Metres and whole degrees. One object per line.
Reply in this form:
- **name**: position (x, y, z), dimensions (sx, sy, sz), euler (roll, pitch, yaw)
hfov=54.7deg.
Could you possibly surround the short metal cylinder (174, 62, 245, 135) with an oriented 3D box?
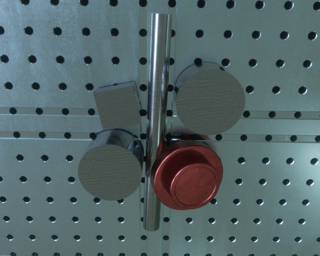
- **short metal cylinder**: position (0.059, -0.037, 0.382), dimensions (0.081, 0.050, 0.079), euler (0, 110, 0)

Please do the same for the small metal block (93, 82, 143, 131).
- **small metal block**: position (-0.053, -0.028, 0.398), dimensions (0.050, 0.025, 0.050), euler (-11, 110, 3)

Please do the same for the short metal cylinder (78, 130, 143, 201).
- **short metal cylinder**: position (-0.063, 0.049, 0.413), dimensions (0.081, 0.050, 0.079), euler (0, 110, 0)

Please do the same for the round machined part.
- **round machined part**: position (0.040, 0.069, 0.413), dimensions (0.099, 0.042, 0.097), euler (-6, 110, -15)

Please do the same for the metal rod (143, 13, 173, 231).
- **metal rod**: position (-0.005, 0.007, 0.411), dimensions (0.025, 0.025, 0.298), euler (3, 110, -1)
